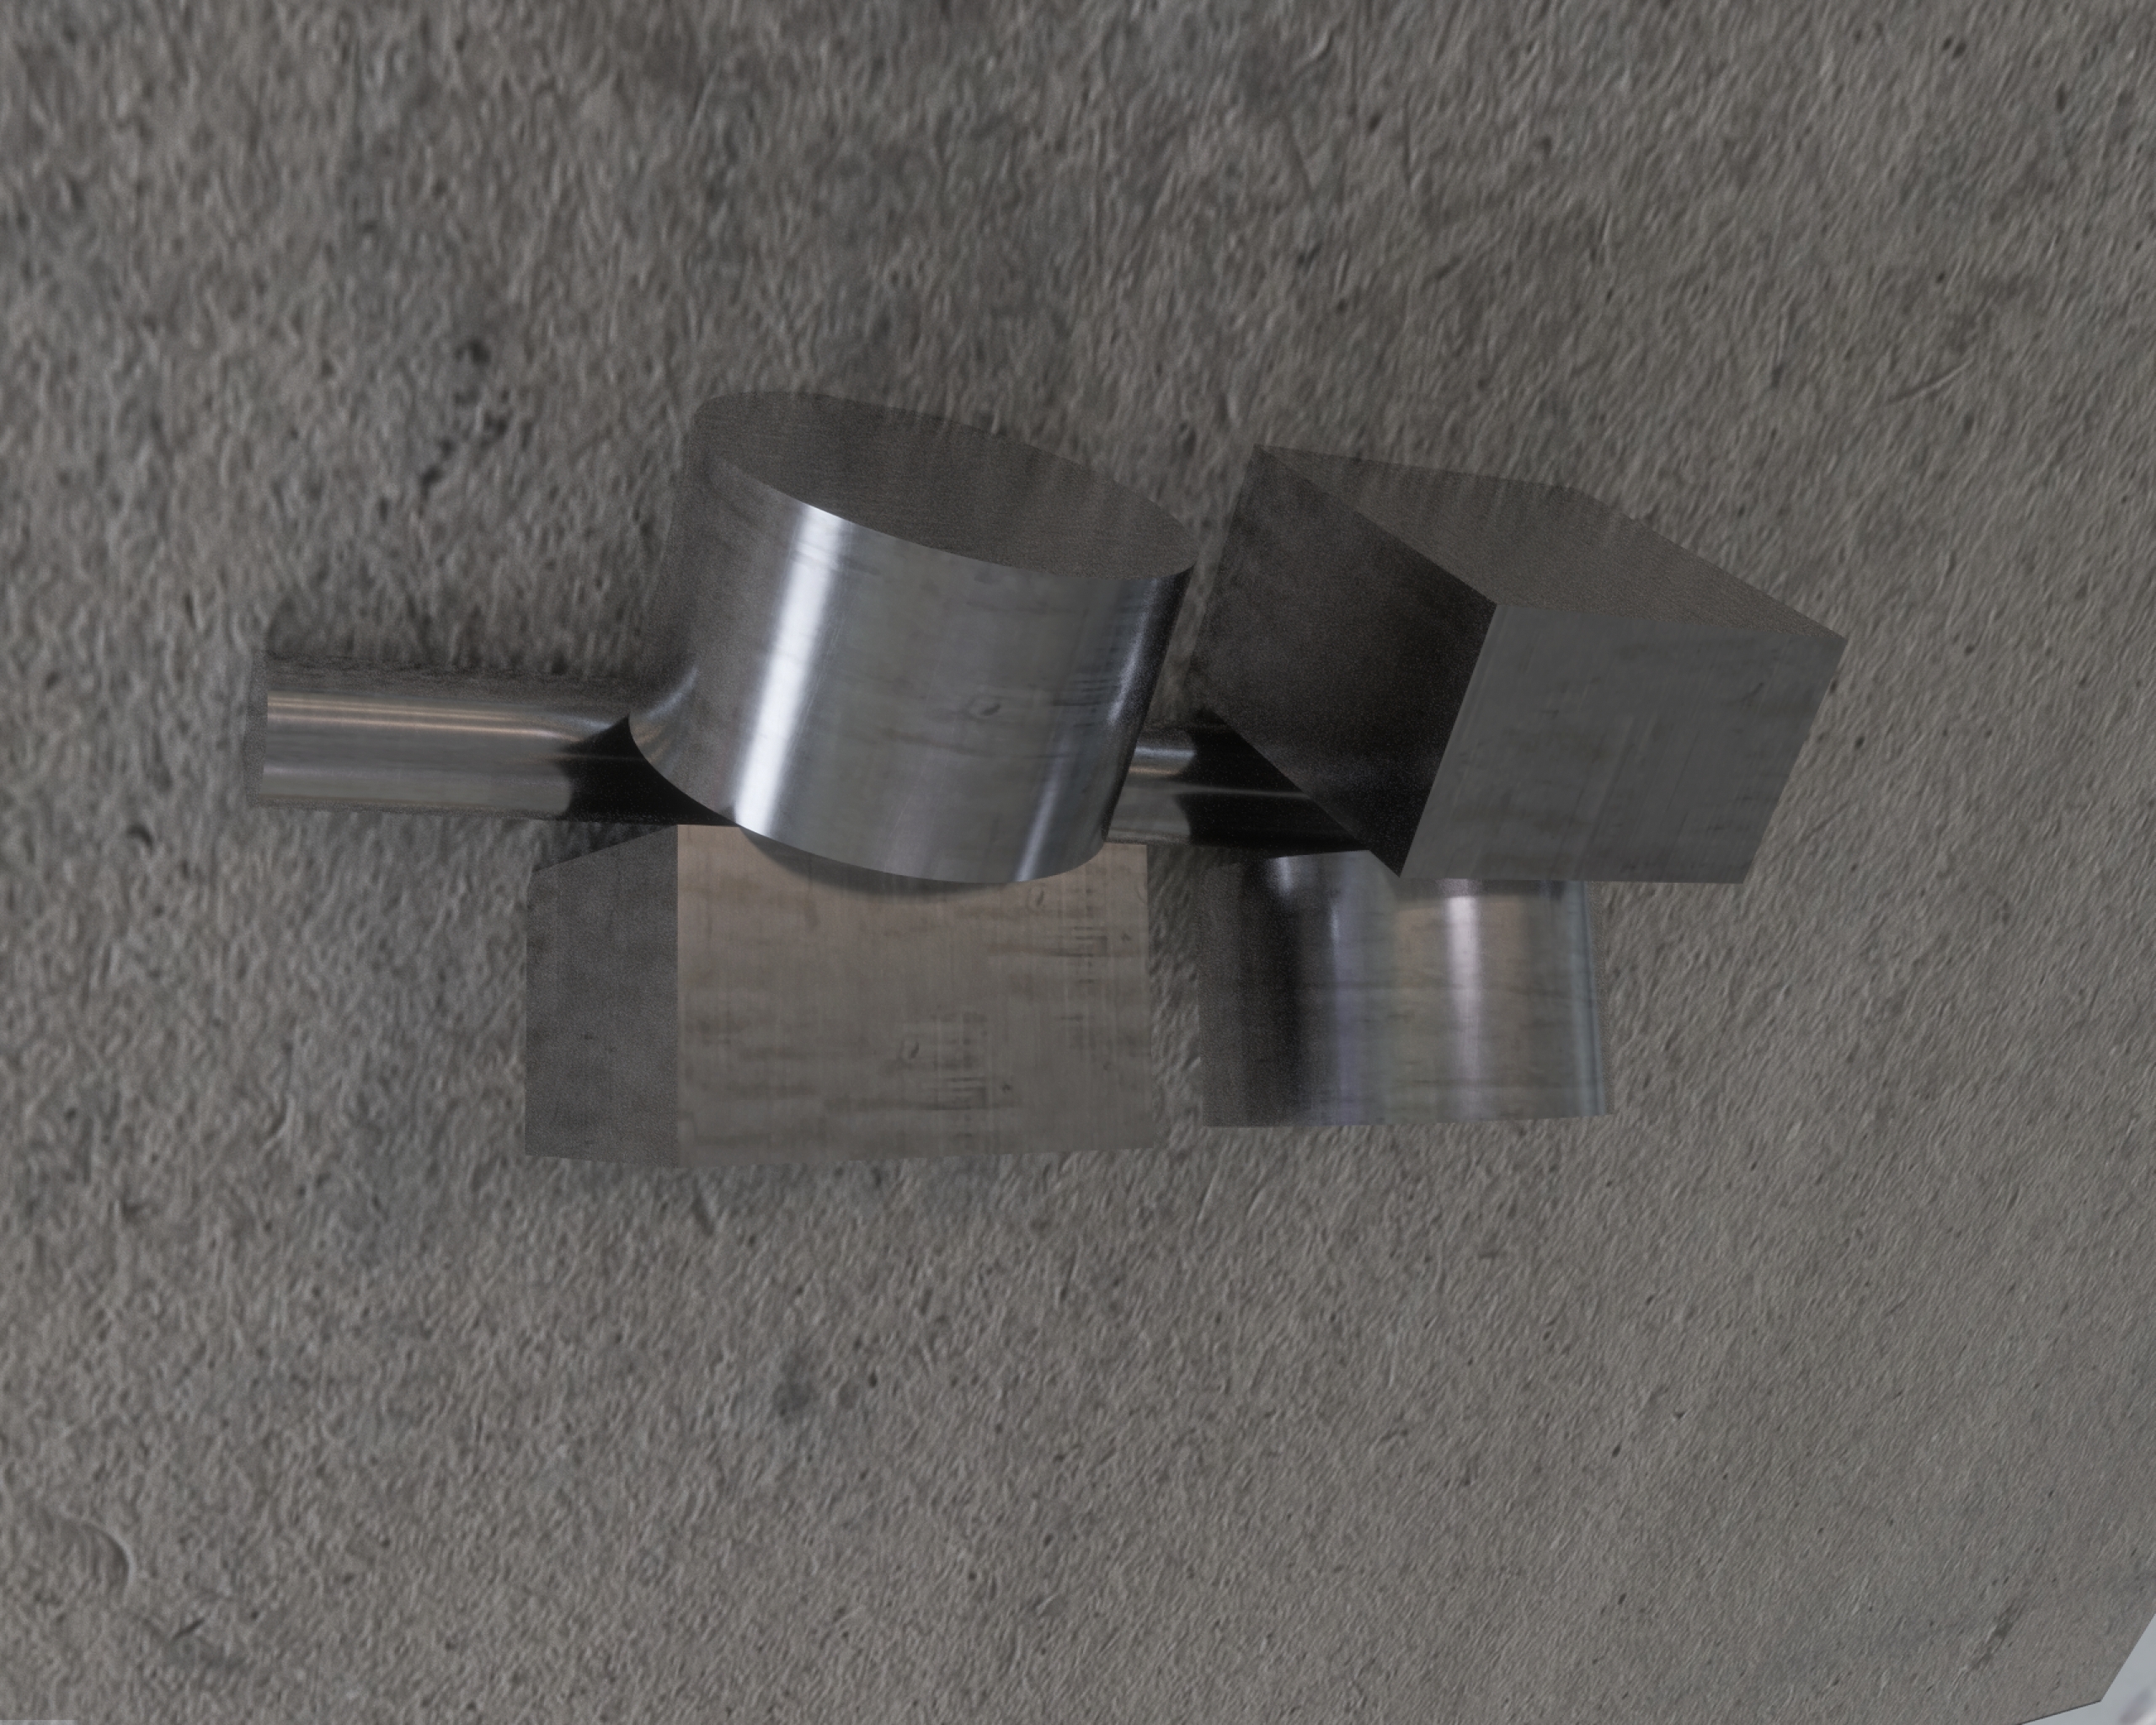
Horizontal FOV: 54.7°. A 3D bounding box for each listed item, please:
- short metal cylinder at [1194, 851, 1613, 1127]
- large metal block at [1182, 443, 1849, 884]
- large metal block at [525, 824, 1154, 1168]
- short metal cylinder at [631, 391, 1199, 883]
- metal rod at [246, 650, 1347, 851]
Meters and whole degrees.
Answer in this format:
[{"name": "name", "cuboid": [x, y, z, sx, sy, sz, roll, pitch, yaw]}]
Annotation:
[{"name": "short metal cylinder", "cuboid": [0.064, 0.026, 0.416, 0.081, 0.080, 0.050, 2, 83, -29]}, {"name": "large metal block", "cuboid": [0.079, -0.038, 0.392, 0.081, 0.080, 0.050, 1, 118, -29]}, {"name": "large metal block", "cuboid": [-0.043, 0.024, 0.356, 0.081, 0.080, 0.050, 2, 83, -30]}, {"name": "short metal cylinder", "cuboid": [-0.027, -0.038, 0.334, 0.081, 0.080, 0.050, 3, 117, -30]}, {"name": "metal rod", "cuboid": [0.002, -0.016, 0.402, 0.303, 0.025, 0.025, 2, 118, -30]}]
